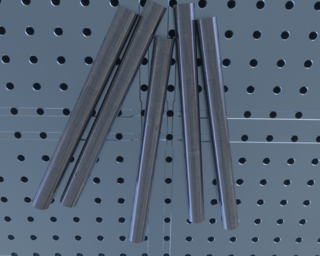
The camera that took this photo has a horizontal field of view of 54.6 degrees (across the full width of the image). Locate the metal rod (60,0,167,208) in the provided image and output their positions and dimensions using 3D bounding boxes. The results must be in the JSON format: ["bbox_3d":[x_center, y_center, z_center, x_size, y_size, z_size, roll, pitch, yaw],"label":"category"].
[{"bbox_3d":[-0.068,-0.019,0.406,0.025,0.025,0.298,24,108,-9],"label":"metal rod"}]

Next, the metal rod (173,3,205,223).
[{"bbox_3d":[0.041,-0.005,0.412,0.025,0.025,0.298,-5,110,2],"label":"metal rod"}]

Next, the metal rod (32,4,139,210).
[{"bbox_3d":[-0.105,-0.014,0.407,0.025,0.025,0.298,26,108,-9],"label":"metal rod"}]

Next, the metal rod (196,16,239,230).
[{"bbox_3d":[0.080,0.008,0.417,0.025,0.025,0.298,-9,110,3],"label":"metal rod"}]

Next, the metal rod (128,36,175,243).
[{"bbox_3d":[-0.015,0.029,0.424,0.025,0.025,0.298,7,110,-3],"label":"metal rod"}]
